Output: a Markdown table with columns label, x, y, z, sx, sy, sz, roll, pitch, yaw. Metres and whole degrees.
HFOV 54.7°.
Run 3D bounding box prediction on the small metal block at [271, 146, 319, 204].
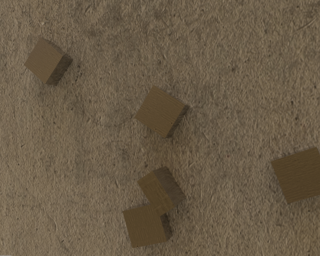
| label | x | y | z | sx | sy | sz | roll | pitch | yaw |
| --- | --- | --- | --- | --- | --- | --- | --- | --- | --- |
| small metal block | 0.160 | 0.052 | 0.352 | 0.050 | 0.025 | 0.050 | -22 | 83 | 18 |

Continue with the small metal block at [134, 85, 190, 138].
| label | x | y | z | sx | sy | sz | roll | pitch | yaw |
| --- | --- | --- | --- | --- | --- | --- | --- | --- | --- |
| small metal block | 0.003 | -0.021 | 0.408 | 0.050 | 0.025 | 0.050 | 34 | 101 | 16 |

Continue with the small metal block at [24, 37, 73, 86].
| label | x | y | z | sx | sy | sz | roll | pitch | yaw |
| --- | --- | --- | --- | --- | --- | --- | --- | --- | --- |
| small metal block | -0.169 | -0.100 | 0.469 | 0.050 | 0.025 | 0.050 | 40 | 103 | 15 |

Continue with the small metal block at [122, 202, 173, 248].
| label | x | y | z | sx | sy | sz | roll | pitch | yaw |
| --- | --- | --- | --- | --- | --- | --- | --- | --- | --- |
| small metal block | -0.016 | 0.128 | 0.415 | 0.050 | 0.025 | 0.050 | -18 | 84 | 19 |

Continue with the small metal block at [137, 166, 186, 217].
| label | x | y | z | sx | sy | sz | roll | pitch | yaw |
| --- | --- | --- | --- | --- | --- | --- | --- | --- | --- |
| small metal block | 0.003 | 0.079 | 0.394 | 0.025 | 0.050 | 0.050 | -37 | 78 | 16 |
